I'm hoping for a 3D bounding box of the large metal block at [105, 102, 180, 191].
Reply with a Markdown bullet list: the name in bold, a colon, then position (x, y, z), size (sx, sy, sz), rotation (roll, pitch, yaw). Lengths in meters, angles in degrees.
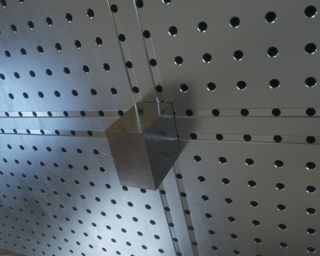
- **large metal block**: position (-0.018, 0.020, 0.395), size (0.050, 0.080, 0.079), rotation (3, 120, 26)
